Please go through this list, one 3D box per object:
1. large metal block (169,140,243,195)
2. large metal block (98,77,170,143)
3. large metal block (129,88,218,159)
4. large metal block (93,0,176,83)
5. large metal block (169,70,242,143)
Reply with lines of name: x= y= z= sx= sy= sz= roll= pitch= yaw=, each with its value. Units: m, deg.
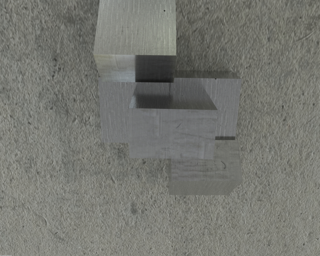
large metal block: x=0.053 y=0.053 z=0.395 sx=0.081 sy=0.080 sz=0.050 roll=0 pitch=66 yaw=-1
large metal block: x=-0.030 y=-0.028 z=0.385 sx=0.081 sy=0.050 sz=0.079 roll=1 pitch=110 yaw=-1
large metal block: x=0.011 y=-0.008 z=0.326 sx=0.081 sy=0.080 sz=0.050 roll=1 pitch=110 yaw=-1
large metal block: x=-0.024 y=-0.098 z=0.339 sx=0.081 sy=0.050 sz=0.080 roll=1 pitch=66 yaw=0
large metal block: x=0.051 y=-0.028 z=0.386 sx=0.081 sy=0.050 sz=0.079 roll=1 pitch=110 yaw=-1
